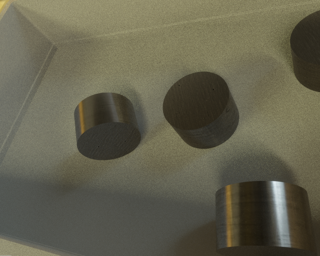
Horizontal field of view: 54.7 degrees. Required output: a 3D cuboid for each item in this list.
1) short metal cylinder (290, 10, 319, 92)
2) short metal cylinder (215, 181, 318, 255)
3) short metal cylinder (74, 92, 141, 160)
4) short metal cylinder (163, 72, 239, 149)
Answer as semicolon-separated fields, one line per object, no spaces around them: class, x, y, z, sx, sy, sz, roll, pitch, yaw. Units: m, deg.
short metal cylinder;0.190;-0.086;0.343;0.080;0.050;0.080;-13;56;21
short metal cylinder;0.090;0.084;0.272;0.080;0.080;0.050;-9;58;23
short metal cylinder;-0.070;-0.001;0.408;0.080;0.080;0.050;-26;53;12
short metal cylinder;0.050;-0.021;0.376;0.080;0.050;0.080;-13;56;21
